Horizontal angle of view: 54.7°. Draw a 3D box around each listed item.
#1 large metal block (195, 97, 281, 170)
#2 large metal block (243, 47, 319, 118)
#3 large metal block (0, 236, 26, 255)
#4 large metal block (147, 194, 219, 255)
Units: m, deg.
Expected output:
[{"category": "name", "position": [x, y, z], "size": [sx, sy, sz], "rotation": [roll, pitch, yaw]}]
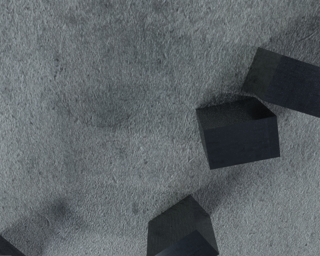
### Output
[{"category": "large metal block", "position": [0.092, 0.004, 0.382], "size": [0.080, 0.080, 0.050], "rotation": [-11, 110, 4]}, {"category": "large metal block", "position": [0.154, -0.054, 0.362], "size": [0.080, 0.080, 0.050], "rotation": [16, 109, -6]}, {"category": "large metal block", "position": [-0.257, 0.225, 0.477], "size": [0.080, 0.050, 0.080], "rotation": [-37, 106, 12]}, {"category": "large metal block", "position": [0.029, 0.154, 0.437], "size": [0.080, 0.080, 0.050], "rotation": [-37, 106, 12]}]
